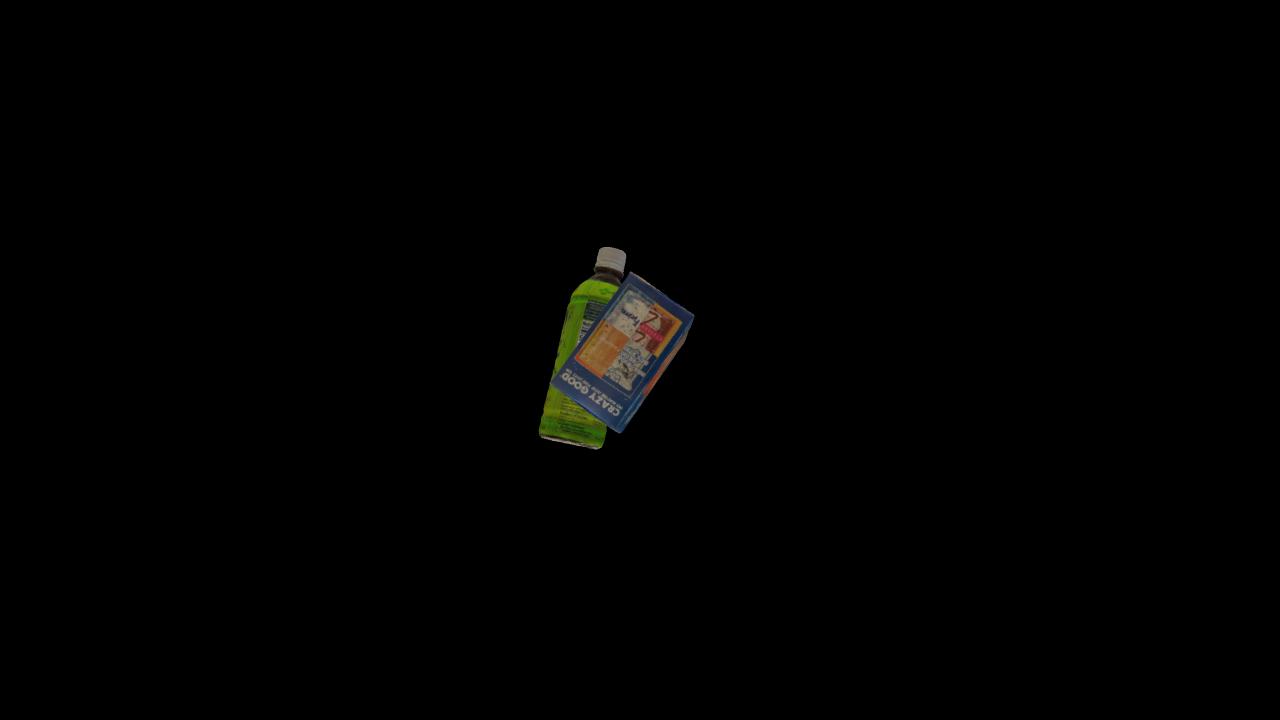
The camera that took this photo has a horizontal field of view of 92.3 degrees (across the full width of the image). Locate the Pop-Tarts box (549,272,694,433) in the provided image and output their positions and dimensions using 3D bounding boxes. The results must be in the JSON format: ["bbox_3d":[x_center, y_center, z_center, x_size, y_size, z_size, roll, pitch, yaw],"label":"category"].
[{"bbox_3d":[-0.016,0.001,0.682,0.083,0.141,0.167,35,-7,6],"label":"Pop-Tarts box"}]

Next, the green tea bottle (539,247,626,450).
[{"bbox_3d":[-0.050,-0.015,0.646,0.073,0.212,0.073,13,-9,2],"label":"green tea bottle"}]
